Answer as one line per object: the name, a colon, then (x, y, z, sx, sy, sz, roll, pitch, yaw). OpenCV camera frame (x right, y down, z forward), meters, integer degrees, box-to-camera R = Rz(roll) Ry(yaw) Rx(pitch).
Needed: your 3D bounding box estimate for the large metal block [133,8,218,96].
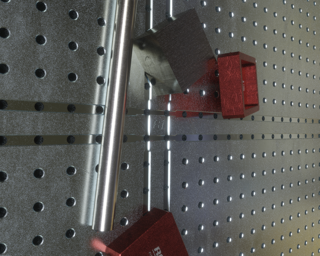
large metal block: (0.020, -0.099, 0.410, 0.080, 0.050, 0.080, -42, 116, -32)

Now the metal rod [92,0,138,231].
metal rod: (-0.051, -0.033, 0.365, 0.025, 0.025, 0.298, 9, 84, -40)

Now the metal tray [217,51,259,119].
metal tray: (0.125, -0.065, 0.478, 0.131, 0.030, 0.089, -16, 101, -62)

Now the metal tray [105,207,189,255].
metal tray: (-0.005, 0.183, 0.402, 0.091, 0.030, 0.129, -33, 110, -35)
